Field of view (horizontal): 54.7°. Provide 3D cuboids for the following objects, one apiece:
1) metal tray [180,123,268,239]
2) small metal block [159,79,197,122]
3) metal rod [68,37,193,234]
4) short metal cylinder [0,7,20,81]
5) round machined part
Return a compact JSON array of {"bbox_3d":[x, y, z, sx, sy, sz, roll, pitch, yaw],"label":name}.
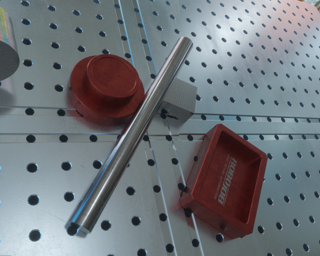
[{"bbox_3d":[0.090,0.067,0.414,0.090,0.030,0.130,33,51,-7],"label":"metal tray"},{"bbox_3d":[0.024,-0.044,0.450,0.050,0.025,0.050,22,53,-16],"label":"small metal block"},{"bbox_3d":[-0.021,-0.014,0.386,0.025,0.025,0.300,33,58,-8],"label":"metal rod"},{"bbox_3d":[-0.194,-0.088,0.322,0.081,0.080,0.050,-6,65,-31],"label":"short metal cylinder"},{"bbox_3d":[-0.065,-0.056,0.398,0.099,0.042,0.098,14,56,-21],"label":"round machined part"}]
